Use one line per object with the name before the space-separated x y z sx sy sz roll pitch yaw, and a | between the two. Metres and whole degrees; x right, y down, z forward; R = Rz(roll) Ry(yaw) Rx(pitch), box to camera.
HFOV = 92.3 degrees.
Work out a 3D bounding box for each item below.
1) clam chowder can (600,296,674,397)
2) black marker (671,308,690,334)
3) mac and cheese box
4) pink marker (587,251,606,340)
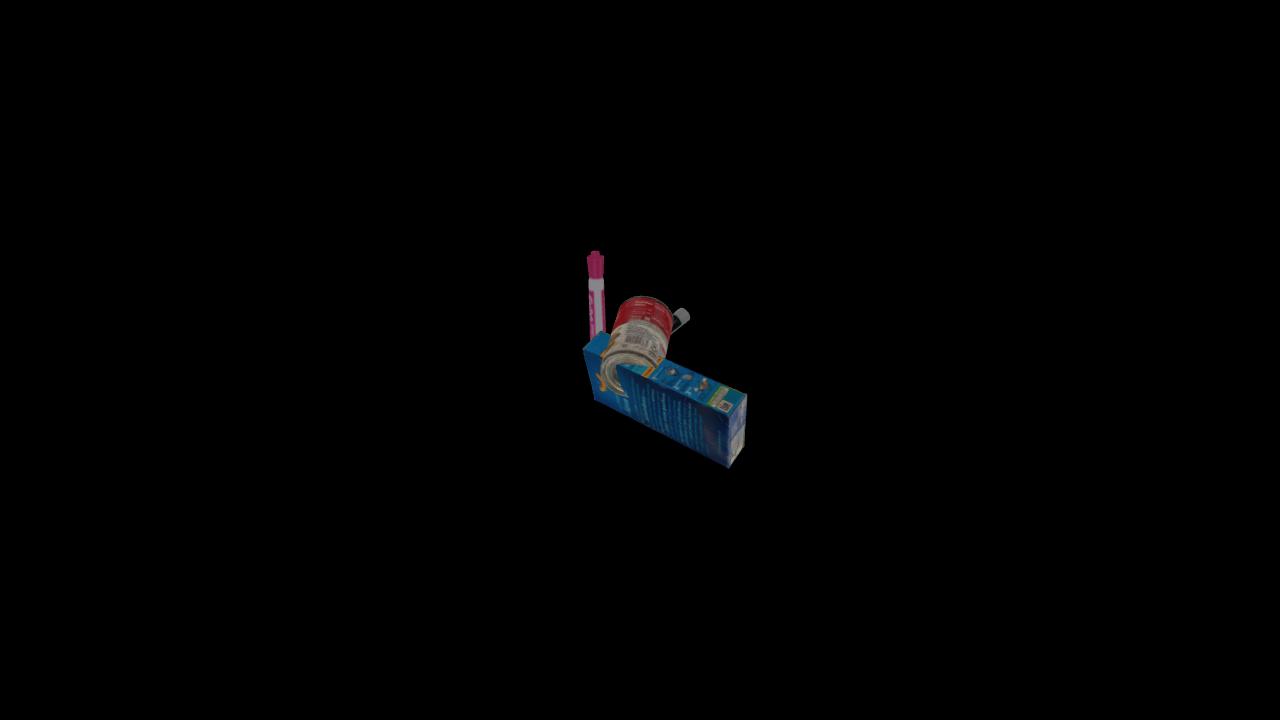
clam chowder can | -0.002 -0.015 0.685 0.068 0.068 0.102 0 40 12
black marker | 0.011 -0.020 0.714 0.121 0.020 0.020 -39 18 -23
mac and cheese box | 0.025 0.041 0.664 0.184 0.093 0.041 25 56 27
pink marker | -0.047 -0.061 0.680 0.020 0.121 0.020 0 27 0
